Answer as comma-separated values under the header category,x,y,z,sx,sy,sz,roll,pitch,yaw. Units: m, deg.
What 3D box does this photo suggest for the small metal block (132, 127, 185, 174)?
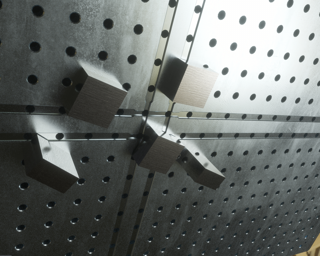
category,x,y,z,sx,sy,sz,roll,pitch,yaw
small metal block,-0.002,0.032,0.432,0.050,0.025,0.050,24,106,-37

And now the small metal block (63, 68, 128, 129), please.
category,x,y,z,sx,sy,sz,roll,pitch,yaw
small metal block,-0.073,-0.033,0.352,0.050,0.025,0.050,21,107,-36

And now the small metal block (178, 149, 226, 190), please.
category,x,y,z,sx,sy,sz,roll,pitch,yaw
small metal block,0.063,0.064,0.471,0.050,0.050,0.025,27,103,-38

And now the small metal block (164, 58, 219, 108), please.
category,x,y,z,sx,sy,sz,roll,pitch,yaw
small metal block,0.040,-0.057,0.400,0.050,0.025,0.050,9,114,-33

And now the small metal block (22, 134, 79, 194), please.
category,x,y,z,sx,sy,sz,roll,pitch,yaw
small metal block,-0.125,0.041,0.353,0.025,0.050,0.050,-45,130,3
